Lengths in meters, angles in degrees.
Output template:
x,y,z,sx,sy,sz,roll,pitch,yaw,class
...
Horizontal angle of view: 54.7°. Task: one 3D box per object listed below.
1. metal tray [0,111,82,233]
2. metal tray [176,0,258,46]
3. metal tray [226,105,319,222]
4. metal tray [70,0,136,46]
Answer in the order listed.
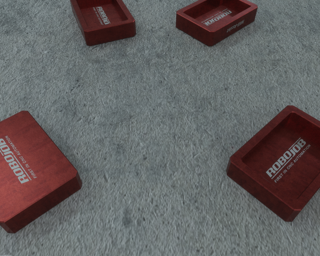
x,y,z,sx,sy,sz,roll,pitch,yaw,class
-0.165,0.044,0.362,0.091,0.030,0.130,-34,58,-25,metal tray
0.105,-0.207,0.574,0.131,0.030,0.090,-35,58,-26,metal tray
0.155,0.036,0.370,0.131,0.030,0.090,-36,59,-26,metal tray
-0.108,-0.208,0.573,0.091,0.030,0.130,-17,52,-14,metal tray
